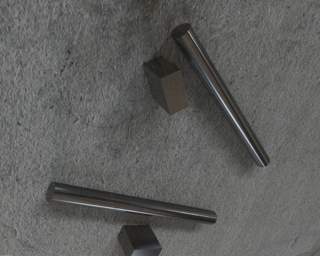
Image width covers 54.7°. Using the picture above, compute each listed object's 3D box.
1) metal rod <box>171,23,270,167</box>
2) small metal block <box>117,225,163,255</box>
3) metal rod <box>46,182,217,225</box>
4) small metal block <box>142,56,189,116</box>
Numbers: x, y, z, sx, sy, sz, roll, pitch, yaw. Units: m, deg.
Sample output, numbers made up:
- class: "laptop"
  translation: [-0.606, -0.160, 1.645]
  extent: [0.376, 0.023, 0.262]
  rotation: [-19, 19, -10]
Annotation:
- class: "metal rod"
  translation: [0.102, -0.026, 0.448]
  extent: [0.025, 0.025, 0.300]
  rotation: [-42, 130, 1]
- class: "small metal block"
  translation: [-0.032, 0.180, 0.486]
  extent: [0.050, 0.050, 0.025]
  rotation: [11, 113, -34]
- class: "metal rod"
  translation: [-0.021, 0.120, 0.471]
  extent: [0.302, 0.025, 0.025]
  rotation: [20, 108, -36]
- class: "small metal block"
  translation: [0.007, -0.050, 0.364]
  extent: [0.025, 0.050, 0.050]
  rotation: [-26, 128, -12]
